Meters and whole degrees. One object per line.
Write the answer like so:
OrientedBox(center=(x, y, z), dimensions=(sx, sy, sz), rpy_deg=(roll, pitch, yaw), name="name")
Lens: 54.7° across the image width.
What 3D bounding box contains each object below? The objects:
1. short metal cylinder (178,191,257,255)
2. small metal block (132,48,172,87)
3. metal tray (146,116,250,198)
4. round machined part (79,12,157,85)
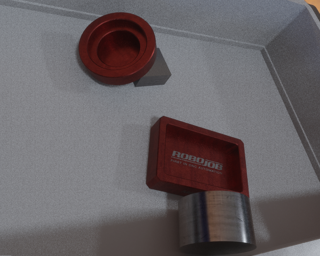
OrientedBox(center=(0.061, 0.106, 0.340), dimensions=(0.081, 0.080, 0.050), rpy_deg=(14, 56, -21), name="short metal cylinder")
OrientedBox(center=(-0.018, -0.089, 0.452), dimensions=(0.050, 0.025, 0.050), rpy_deg=(-10, 67, -33), name="small metal block")
OrientedBox(center=(0.051, 0.044, 0.404), dimensions=(0.131, 0.030, 0.090), rpy_deg=(16, 55, -19), name="metal tray")
OrientedBox(center=(-0.053, -0.100, 0.410), dimensions=(0.099, 0.042, 0.098), rpy_deg=(-1, 71, 3), name="round machined part")
